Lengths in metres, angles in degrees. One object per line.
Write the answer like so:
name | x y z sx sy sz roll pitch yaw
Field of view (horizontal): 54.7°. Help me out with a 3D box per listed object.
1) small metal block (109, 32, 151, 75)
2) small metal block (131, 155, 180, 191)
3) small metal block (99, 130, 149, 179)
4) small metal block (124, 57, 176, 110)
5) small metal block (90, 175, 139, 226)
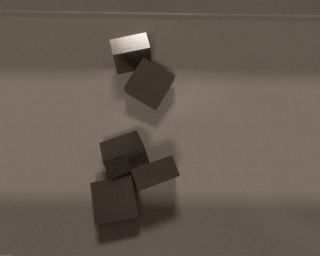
small metal block | -0.040 -0.103 0.434 0.050 0.050 0.025 -13 70 -5
small metal block | -0.006 0.056 0.374 0.050 0.050 0.025 -19 80 -7
small metal block | -0.045 0.031 0.383 0.050 0.025 0.050 -19 26 -7
small metal block | -0.014 -0.060 0.424 0.050 0.025 0.050 31 82 3
small metal block | -0.054 0.089 0.377 0.050 0.025 0.050 -10 70 -4
